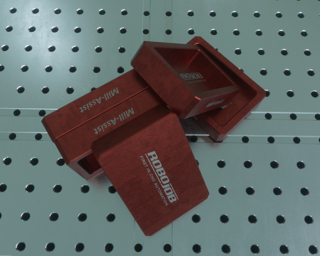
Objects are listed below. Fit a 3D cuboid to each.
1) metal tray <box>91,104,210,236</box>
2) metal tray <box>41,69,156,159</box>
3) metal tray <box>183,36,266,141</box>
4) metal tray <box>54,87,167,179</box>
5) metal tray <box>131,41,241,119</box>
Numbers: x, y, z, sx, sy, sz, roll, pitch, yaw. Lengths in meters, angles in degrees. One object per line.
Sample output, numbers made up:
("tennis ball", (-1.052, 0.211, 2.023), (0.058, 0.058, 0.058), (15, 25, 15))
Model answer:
("metal tray", (-0.006, 0.050, 0.344), (0.090, 0.129, 0.030), (-31, 32, -11))
("metal tray", (-0.066, -0.016, 0.382), (0.131, 0.090, 0.030), (-31, 73, -11))
("metal tray", (0.066, -0.056, 0.429), (0.090, 0.030, 0.130), (-42, 76, -14))
("metal tray", (-0.049, 0.008, 0.372), (0.131, 0.090, 0.030), (-31, 73, -11))
("metal tray", (0.037, -0.062, 0.375), (0.090, 0.030, 0.131), (49, 32, 15))
